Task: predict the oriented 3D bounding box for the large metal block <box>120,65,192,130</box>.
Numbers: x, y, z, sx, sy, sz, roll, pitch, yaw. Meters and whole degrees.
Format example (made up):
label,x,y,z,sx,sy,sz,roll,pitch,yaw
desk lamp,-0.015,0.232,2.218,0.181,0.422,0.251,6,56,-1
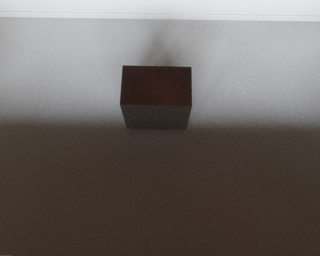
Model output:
label,x,y,z,sx,sy,sz,roll,pitch,yaw
large metal block,-0.004,-0.035,0.391,0.080,0.080,0.050,1,70,0
